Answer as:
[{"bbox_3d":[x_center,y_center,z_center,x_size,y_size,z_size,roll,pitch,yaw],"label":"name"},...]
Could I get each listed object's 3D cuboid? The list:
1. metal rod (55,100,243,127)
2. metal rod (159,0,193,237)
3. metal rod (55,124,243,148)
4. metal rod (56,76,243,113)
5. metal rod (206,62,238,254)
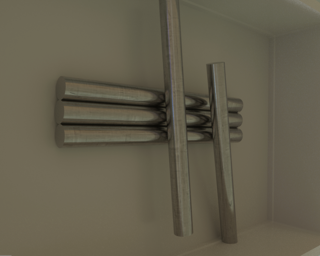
[{"bbox_3d":[0.012,-0.015,0.417,0.302,0.025,0.025,1,90,-40],"label":"metal rod"},{"bbox_3d":[0.021,-0.013,0.391,0.025,0.025,0.298,-7,94,-40],"label":"metal rod"},{"bbox_3d":[0.012,0.010,0.417,0.302,0.025,0.025,1,90,-40],"label":"metal rod"},{"bbox_3d":[0.013,-0.039,0.418,0.302,0.025,0.025,1,90,-40],"label":"metal rod"},{"bbox_3d":[0.095,0.054,0.461,0.025,0.025,0.298,-20,110,-38],"label":"metal rod"}]
